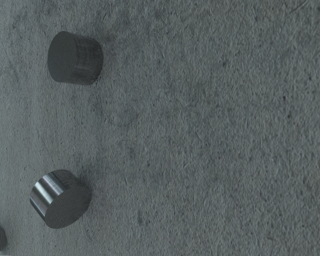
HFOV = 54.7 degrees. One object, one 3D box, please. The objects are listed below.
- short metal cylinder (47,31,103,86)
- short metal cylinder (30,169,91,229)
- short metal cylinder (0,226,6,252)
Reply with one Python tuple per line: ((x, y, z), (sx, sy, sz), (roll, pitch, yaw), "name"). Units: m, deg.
((-0.138, -0.111, 0.503), (0.080, 0.050, 0.080), (0, 90, 40), "short metal cylinder")
((-0.160, 0.114, 0.502), (0.050, 0.081, 0.079), (34, 111, 35), "short metal cylinder")
((-0.399, 0.261, 0.699), (0.050, 0.081, 0.080), (-45, 63, 31), "short metal cylinder")
